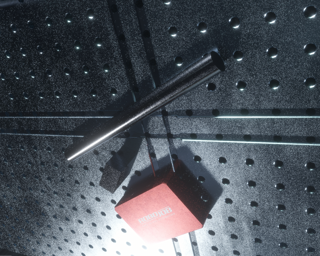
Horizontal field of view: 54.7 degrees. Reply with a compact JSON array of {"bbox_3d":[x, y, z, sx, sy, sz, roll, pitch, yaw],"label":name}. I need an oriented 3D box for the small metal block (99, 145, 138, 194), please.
[{"bbox_3d":[-0.062,0.061,0.464,0.025,0.050,0.050,30,128,9],"label":"small metal block"}]

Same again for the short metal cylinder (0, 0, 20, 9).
[{"bbox_3d":[-0.225,-0.191,0.393,0.080,0.050,0.079,13,124,20],"label":"short metal cylinder"}]

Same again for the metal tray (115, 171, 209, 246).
[{"bbox_3d":[-0.001,0.130,0.487,0.130,0.030,0.090,-35,99,38],"label":"metal tray"}]

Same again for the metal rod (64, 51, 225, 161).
[{"bbox_3d":[-0.042,-0.015,0.422,0.299,0.025,0.025,-29,103,37],"label":"metal rod"}]
